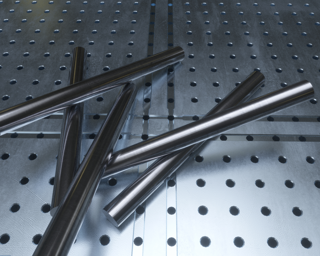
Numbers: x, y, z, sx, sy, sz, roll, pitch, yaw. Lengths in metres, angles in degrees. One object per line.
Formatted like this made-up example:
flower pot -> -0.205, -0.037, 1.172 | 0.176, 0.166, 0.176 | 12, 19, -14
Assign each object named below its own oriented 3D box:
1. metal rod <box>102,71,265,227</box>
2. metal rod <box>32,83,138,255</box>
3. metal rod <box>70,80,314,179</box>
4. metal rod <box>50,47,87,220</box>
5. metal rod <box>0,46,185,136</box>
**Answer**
metal rod -> 0.048, 0.010, 0.399 | 0.025, 0.025, 0.301 | 35, 58, 25
metal rod -> -0.066, 0.029, 0.335 | 0.025, 0.025, 0.301 | 7, 36, 6
metal rod -> 0.034, 0.008, 0.362 | 0.301, 0.025, 0.025 | -21, 52, -2
metal rod -> -0.112, -0.021, 0.403 | 0.025, 0.025, 0.300 | -6, 44, -5
metal rod -> -0.072, -0.063, 0.420 | 0.025, 0.025, 0.302 | 37, 47, 27
